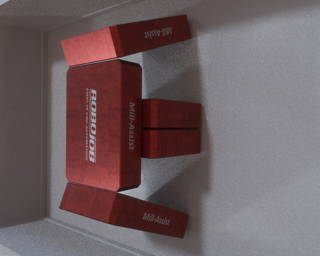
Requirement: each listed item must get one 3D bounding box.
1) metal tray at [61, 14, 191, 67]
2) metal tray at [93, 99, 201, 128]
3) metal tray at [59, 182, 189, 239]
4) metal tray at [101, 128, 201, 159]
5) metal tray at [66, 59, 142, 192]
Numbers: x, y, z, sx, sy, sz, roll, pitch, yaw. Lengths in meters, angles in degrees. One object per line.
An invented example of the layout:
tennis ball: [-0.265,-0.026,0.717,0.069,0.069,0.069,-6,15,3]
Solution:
metal tray: [-0.036,-0.104,0.365,0.090,0.131,0.030,1,111,40]
metal tray: [-0.027,-0.016,0.385,0.130,0.091,0.030,1,91,40]
metal tray: [-0.038,0.099,0.366,0.090,0.130,0.030,1,69,39]
metal tray: [-0.027,0.015,0.386,0.130,0.091,0.030,1,91,40]
metal tray: [-0.063,-0.003,0.336,0.090,0.030,0.129,1,91,39]
